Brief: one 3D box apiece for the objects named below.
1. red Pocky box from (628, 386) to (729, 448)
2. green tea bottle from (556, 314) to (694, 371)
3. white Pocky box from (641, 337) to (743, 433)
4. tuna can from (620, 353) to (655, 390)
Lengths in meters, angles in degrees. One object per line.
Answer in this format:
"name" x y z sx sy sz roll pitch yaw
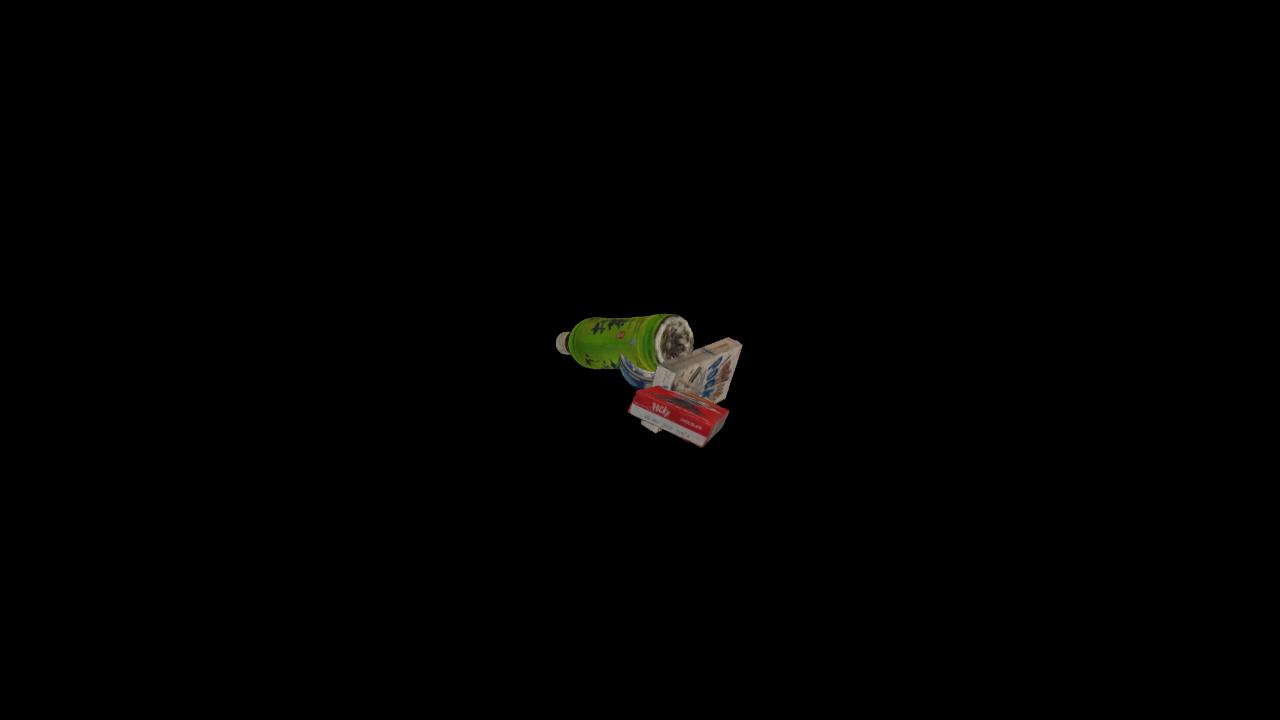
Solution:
"red Pocky box" 0.046 0.054 0.654 0.083 0.028 0.155 23 6 12
"green tea bottle" -0.031 -0.020 0.769 0.073 0.073 0.212 0 0 -42
"white Pocky box" 0.065 0.027 0.738 0.028 0.084 0.154 30 30 29
"tuna can" 0.017 -0.003 0.734 0.084 0.084 0.034 0 -32 -5
